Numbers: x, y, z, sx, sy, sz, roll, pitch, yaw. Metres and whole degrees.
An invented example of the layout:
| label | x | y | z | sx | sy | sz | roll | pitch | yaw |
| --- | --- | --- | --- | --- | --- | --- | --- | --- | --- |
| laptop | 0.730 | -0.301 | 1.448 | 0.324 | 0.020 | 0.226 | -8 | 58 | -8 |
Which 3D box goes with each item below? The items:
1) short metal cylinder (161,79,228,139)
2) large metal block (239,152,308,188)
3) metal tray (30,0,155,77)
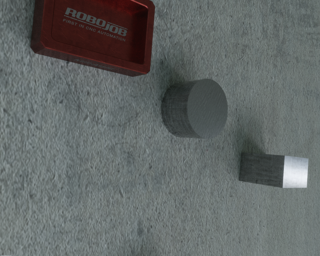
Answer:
| label | x | y | z | sx | sy | sz | roll | pitch | yaw |
| --- | --- | --- | --- | --- | --- | --- | --- | --- | --- |
| short metal cylinder | 0.049 | -0.026 | 0.429 | 0.081 | 0.050 | 0.079 | 0 | 90 | -40 |
| large metal block | 0.196 | 0.072 | 0.533 | 0.081 | 0.080 | 0.050 | 9 | 84 | -40 |
| metal tray | -0.068 | -0.114 | 0.344 | 0.131 | 0.030 | 0.089 | 7 | 86 | -40 |
